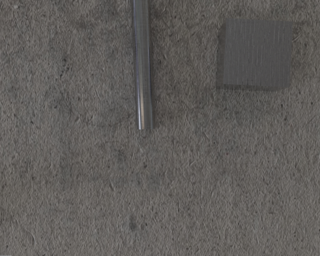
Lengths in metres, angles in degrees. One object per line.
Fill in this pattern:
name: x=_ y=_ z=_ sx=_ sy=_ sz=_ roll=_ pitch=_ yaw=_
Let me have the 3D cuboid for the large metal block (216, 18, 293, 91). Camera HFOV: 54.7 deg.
large metal block: x=0.118 y=-0.091 z=0.399 sx=0.081 sy=0.050 sz=0.080 roll=3 pitch=90 yaw=0

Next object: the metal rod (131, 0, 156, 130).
metal rod: x=-0.025 y=-0.147 z=0.409 sx=0.025 sy=0.025 sz=0.298 roll=-2 pitch=90 yaw=0
